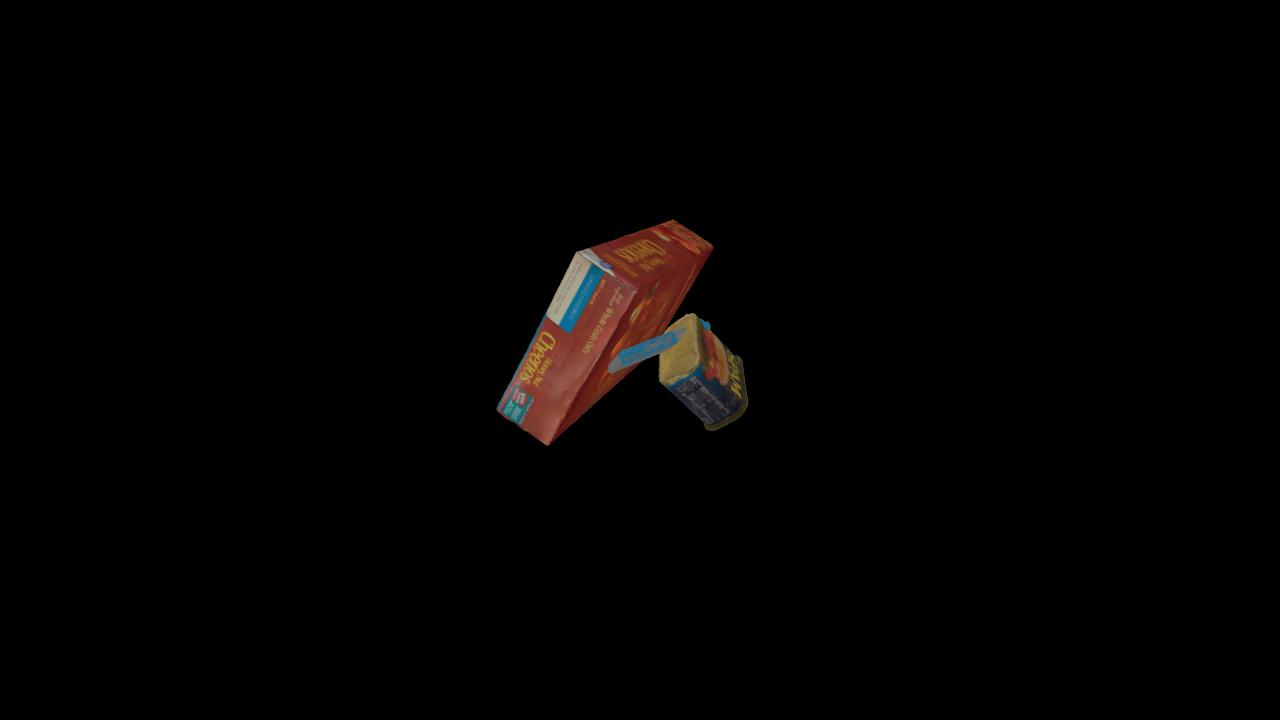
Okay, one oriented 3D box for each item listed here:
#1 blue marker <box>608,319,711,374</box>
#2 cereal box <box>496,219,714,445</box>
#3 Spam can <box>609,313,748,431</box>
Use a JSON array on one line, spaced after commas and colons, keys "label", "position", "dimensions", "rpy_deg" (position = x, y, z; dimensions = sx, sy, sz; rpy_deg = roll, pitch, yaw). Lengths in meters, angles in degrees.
[{"label": "blue marker", "position": [0.020, -0.016, 0.656], "dimensions": [0.121, 0.020, 0.020], "rpy_deg": [-22, 4, -11]}, {"label": "cereal box", "position": [-0.027, -0.050, 0.727], "dimensions": [0.081, 0.203, 0.306], "rpy_deg": [35, 27, 8]}, {"label": "Spam can", "position": [0.066, 0.011, 0.663], "dimensions": [0.058, 0.101, 0.085], "rpy_deg": [-33, -59, 26]}]
